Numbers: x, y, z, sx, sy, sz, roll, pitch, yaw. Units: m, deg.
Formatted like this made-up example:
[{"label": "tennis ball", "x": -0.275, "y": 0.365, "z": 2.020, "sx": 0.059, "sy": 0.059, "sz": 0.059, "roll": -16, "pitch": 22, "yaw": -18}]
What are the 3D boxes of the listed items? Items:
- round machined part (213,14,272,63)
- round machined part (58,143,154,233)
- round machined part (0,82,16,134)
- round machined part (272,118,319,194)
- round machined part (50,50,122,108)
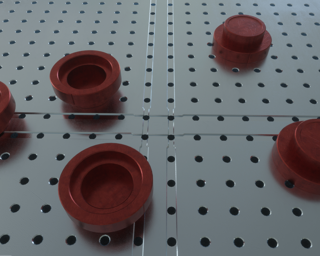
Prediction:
[{"label": "round machined part", "x": 0.142, "y": -0.158, "z": 0.530, "sx": 0.099, "sy": 0.042, "sz": 0.098, "roll": 0, "pitch": 50, "yaw": 0}, {"label": "round machined part", "x": -0.056, "y": 0.067, "z": 0.340, "sx": 0.099, "sy": 0.042, "sz": 0.098, "roll": 0, "pitch": 50, "yaw": 0}, {"label": "round machined part", "x": -0.243, "y": -0.019, "z": 0.411, "sx": 0.099, "sy": 0.042, "sz": 0.098, "roll": 0, "pitch": 50, "yaw": 0}, {"label": "round machined part", "x": 0.192, "y": 0.027, "z": 0.375, "sx": 0.099, "sy": 0.042, "sz": 0.098, "roll": 0, "pitch": 50, "yaw": 0}, {"label": "round machined part", "x": -0.105, "y": -0.067, "z": 0.453, "sx": 0.099, "sy": 0.042, "sz": 0.098, "roll": 0, "pitch": 50, "yaw": 0}]
